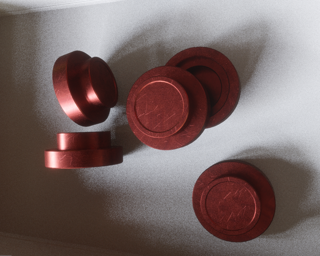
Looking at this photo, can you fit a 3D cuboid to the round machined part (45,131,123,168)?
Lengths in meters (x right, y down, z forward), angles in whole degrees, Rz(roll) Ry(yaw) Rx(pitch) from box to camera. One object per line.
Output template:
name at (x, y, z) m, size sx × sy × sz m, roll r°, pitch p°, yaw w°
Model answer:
round machined part at (-0.099, 0.026, 0.405) m, size 0.098 × 0.098 × 0.042 m, roll -2°, pitch 89°, yaw 19°

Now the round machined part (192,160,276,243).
round machined part at (0.086, 0.089, 0.371) m, size 0.098 × 0.042 × 0.097 m, roll 0°, pitch 90°, yaw 19°

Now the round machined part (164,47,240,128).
round machined part at (0.050, -0.047, 0.383) m, size 0.098 × 0.042 × 0.097 m, roll 0°, pitch 90°, yaw 19°

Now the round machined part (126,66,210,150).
round machined part at (0.005, -0.023, 0.354) m, size 0.098 × 0.042 × 0.097 m, roll 0°, pitch 90°, yaw 19°

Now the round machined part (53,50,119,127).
round machined part at (-0.089, -0.054, 0.402) m, size 0.042 × 0.098 × 0.097 m, roll -15°, pitch 85°, yaw 19°
